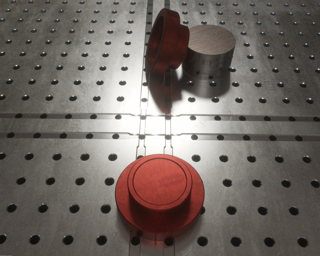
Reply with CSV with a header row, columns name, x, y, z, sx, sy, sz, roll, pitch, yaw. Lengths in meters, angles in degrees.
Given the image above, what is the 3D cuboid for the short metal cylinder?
name,x,y,z,sx,sy,sz,roll,pitch,yaw
short metal cylinder,0.076,-0.121,0.494,0.081,0.050,0.080,0,50,0

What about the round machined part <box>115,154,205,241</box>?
name,x,y,z,sx,sy,sz,roll,pitch,yaw
round machined part,0.000,0.068,0.340,0.099,0.042,0.098,0,50,0

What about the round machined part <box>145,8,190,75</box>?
name,x,y,z,sx,sy,sz,roll,pitch,yaw
round machined part,0.012,-0.127,0.471,0.042,0.097,0.098,11,48,-17
